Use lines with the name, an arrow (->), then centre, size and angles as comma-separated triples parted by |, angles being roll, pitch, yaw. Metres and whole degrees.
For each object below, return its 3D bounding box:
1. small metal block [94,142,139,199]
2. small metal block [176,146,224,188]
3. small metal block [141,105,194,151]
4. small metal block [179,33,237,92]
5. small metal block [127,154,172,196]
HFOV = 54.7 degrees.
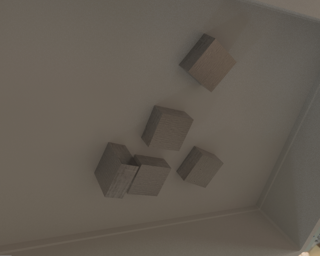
small metal block -> -0.057, 0.054, 0.396 | 0.025, 0.050, 0.050 | 15, 111, -35
small metal block -> 0.062, 0.061, 0.483 | 0.050, 0.025, 0.050 | 24, 105, -37
small metal block -> 0.010, 0.001, 0.416 | 0.050, 0.025, 0.050 | 10, 113, -33
small metal block -> 0.061, -0.082, 0.393 | 0.050, 0.025, 0.050 | 33, 99, -39
small metal block -> -0.019, 0.068, 0.442 | 0.050, 0.025, 0.050 | 13, 112, -34
